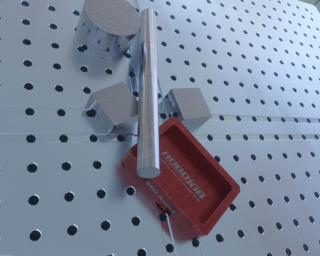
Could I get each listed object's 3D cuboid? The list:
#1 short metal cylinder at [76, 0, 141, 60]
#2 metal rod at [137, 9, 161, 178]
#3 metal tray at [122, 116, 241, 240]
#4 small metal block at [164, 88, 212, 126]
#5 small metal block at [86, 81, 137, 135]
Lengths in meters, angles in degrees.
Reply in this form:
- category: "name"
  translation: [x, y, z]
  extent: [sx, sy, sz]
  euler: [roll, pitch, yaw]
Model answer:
- category: "short metal cylinder"
  translation: [-0.074, -0.145, 0.442]
  extent: [0.081, 0.050, 0.080]
  euler: [14, 56, -21]
- category: "metal rod"
  translation: [-0.016, -0.070, 0.419]
  extent: [0.025, 0.025, 0.300]
  euler: [15, 48, -20]
- category: "metal tray"
  translation: [0.028, 0.058, 0.386]
  extent: [0.130, 0.030, 0.091]
  euler: [48, 51, 5]
- category: "small metal block"
  translation: [0.040, -0.030, 0.450]
  extent: [0.050, 0.025, 0.050]
  euler: [-7, 65, -32]
- category: "small metal block"
  translation: [-0.056, -0.026, 0.395]
  extent: [0.050, 0.025, 0.050]
  euler: [-30, 79, -38]
